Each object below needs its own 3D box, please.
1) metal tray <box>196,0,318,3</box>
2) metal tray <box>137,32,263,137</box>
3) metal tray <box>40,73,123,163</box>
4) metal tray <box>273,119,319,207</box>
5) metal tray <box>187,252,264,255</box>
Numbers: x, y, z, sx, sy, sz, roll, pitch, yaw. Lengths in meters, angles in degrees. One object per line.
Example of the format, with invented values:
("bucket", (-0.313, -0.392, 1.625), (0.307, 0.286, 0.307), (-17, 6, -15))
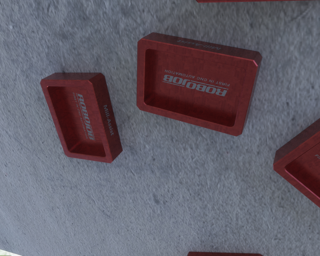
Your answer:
("metal tray", (0.093, -0.156, 0.258), (0.130, 0.030, 0.089), (8, 122, 23))
("metal tray", (0.038, -0.050, 0.351), (0.130, 0.030, 0.089), (16, 125, 18))
("metal tray", (-0.112, -0.014, 0.451), (0.090, 0.030, 0.129), (5, 121, 25))
("metal tray", (0.201, 0.051, 0.329), (0.130, 0.030, 0.089), (40, 129, 0))
("metal tray", (0.111, 0.243, 0.494), (0.130, 0.030, 0.090), (-13, 112, 33))
